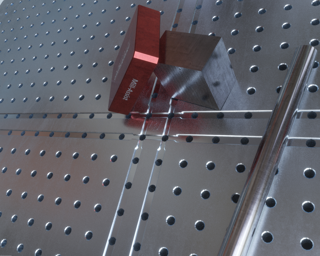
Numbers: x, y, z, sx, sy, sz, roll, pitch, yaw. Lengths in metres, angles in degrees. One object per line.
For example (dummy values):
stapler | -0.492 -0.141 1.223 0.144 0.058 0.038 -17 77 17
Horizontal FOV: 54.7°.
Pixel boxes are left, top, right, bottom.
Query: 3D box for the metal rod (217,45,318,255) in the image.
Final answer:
metal rod | 0.111 0.037 0.326 0.025 0.025 0.300 15 69 33

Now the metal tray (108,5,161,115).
metal tray | -0.038 -0.088 0.424 0.129 0.030 0.090 128 149 -54

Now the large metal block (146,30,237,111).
large metal block | 0.042 -0.073 0.394 0.080 0.080 0.050 19 71 35
